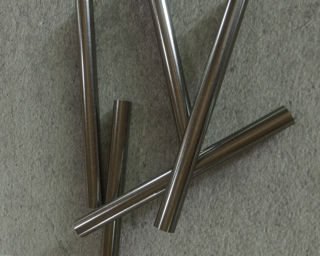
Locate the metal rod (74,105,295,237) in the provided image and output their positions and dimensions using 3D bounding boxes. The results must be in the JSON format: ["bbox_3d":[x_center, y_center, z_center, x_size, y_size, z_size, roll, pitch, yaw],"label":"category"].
[{"bbox_3d":[0.021,0.059,0.385,0.300,0.025,0.025,-30,80,11],"label":"metal rod"}]

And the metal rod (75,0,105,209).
[{"bbox_3d":[-0.100,-0.038,0.442,0.025,0.025,0.298,-4,89,19],"label":"metal rod"}]

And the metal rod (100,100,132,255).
[{"bbox_3d":[-0.064,0.111,0.430,0.025,0.025,0.298,6,92,19],"label":"metal rod"}]

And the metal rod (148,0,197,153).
[{"bbox_3d":[0.009,-0.116,0.405,0.025,0.025,0.298,-13,86,19],"label":"metal rod"}]

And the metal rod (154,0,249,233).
[{"bbox_3d":[0.052,-0.027,0.363,0.025,0.025,0.299,17,85,19],"label":"metal rod"}]
